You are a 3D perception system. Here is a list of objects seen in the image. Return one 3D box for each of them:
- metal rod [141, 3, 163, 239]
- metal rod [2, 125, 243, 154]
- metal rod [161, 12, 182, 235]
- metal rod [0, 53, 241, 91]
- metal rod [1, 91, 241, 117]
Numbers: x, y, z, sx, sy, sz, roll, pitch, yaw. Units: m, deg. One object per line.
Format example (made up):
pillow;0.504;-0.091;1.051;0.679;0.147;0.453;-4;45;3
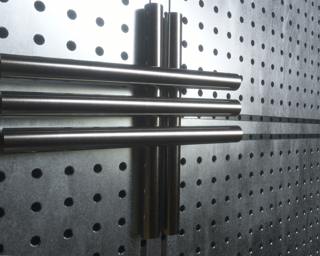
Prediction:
metal rod;-0.010;-0.010;0.403;0.025;0.025;0.298;1;89;-40
metal rod;-0.018;0.010;0.368;0.303;0.025;0.025;-1;91;-32
metal rod;0.016;-0.006;0.425;0.025;0.025;0.298;1;89;-40
metal rod;-0.020;-0.062;0.367;0.303;0.025;0.025;-2;92;-32
metal rod;-0.020;-0.026;0.368;0.303;0.025;0.025;-2;91;-32
